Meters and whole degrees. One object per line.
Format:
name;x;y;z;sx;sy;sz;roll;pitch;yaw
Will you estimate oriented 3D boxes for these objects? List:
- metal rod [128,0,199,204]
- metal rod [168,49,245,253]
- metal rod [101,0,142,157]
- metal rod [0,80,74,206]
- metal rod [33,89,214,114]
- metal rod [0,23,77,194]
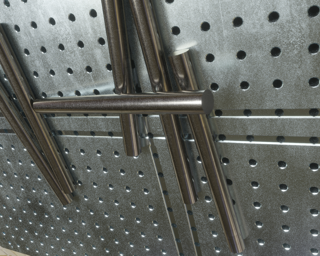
metal rod;0.009;-0.028;0.389;0.025;0.025;0.299;-1;118;29
metal rod;0.067;0.046;0.404;0.025;0.025;0.299;-6;116;31
metal rod;-0.050;-0.094;0.379;0.025;0.025;0.298;9;123;23
metal rod;-0.236;0.011;0.543;0.025;0.025;0.299;-13;112;33
metal rod;-0.071;-0.031;0.399;0.300;0.025;0.025;2;120;38
metal rod;-0.204;-0.018;0.508;0.025;0.025;0.299;-3;117;29
